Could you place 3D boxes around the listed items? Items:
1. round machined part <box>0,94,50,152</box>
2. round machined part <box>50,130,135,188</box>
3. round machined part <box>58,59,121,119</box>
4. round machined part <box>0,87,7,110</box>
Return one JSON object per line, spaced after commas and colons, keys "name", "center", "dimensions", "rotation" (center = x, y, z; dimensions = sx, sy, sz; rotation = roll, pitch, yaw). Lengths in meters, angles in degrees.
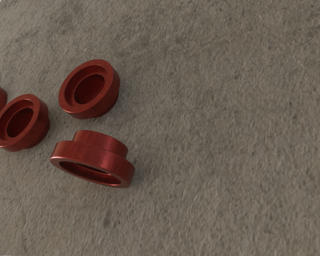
{"name": "round machined part", "center": [-0.223, -0.005, 0.510], "dimensions": [0.098, 0.042, 0.098], "rotation": [-13, 56, 20]}
{"name": "round machined part", "center": [-0.077, 0.036, 0.374], "dimensions": [0.098, 0.098, 0.042], "rotation": [3, 63, 29]}
{"name": "round machined part", "center": [-0.104, -0.055, 0.479], "dimensions": [0.098, 0.042, 0.098], "rotation": [-13, 56, 20]}
{"name": "round machined part", "center": [-0.352, -0.048, 0.604], "dimensions": [0.098, 0.042, 0.098], "rotation": [-13, 56, 20]}
